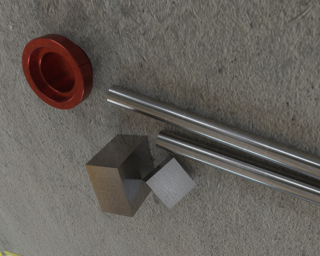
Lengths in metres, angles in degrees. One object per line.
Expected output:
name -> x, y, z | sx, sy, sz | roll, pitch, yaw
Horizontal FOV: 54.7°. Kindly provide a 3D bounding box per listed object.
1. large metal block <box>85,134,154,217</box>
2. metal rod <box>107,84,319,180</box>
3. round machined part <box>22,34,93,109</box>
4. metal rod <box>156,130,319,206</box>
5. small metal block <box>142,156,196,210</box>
large metal block -> -0.050, 0.064, 0.435 | 0.050, 0.080, 0.079 | 2, 119, 27
metal rod -> 0.073, 0.005, 0.370 | 0.301, 0.025, 0.025 | 21, 126, 15
round machined part -> -0.130, -0.077, 0.415 | 0.098, 0.042, 0.097 | 13, 124, 20
metal rod -> 0.136, 0.061, 0.371 | 0.301, 0.025, 0.025 | 19, 126, 16
small metal block -> 0.012, 0.075, 0.426 | 0.050, 0.050, 0.025 | 51, 168, -9
